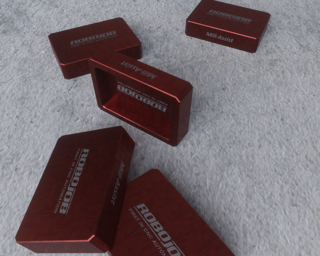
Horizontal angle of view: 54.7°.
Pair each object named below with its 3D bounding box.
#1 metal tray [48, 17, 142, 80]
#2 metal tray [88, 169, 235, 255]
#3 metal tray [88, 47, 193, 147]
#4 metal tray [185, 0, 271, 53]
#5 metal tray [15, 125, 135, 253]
[{"bbox_3d":[-0.107,-0.135,0.512,0.131,0.030,0.090,-20,53,-17],"label":"metal tray"},{"bbox_3d":[-0.001,0.112,0.306,0.091,0.030,0.130,-30,57,-23],"label":"metal tray"},{"bbox_3d":[-0.025,-0.039,0.393,0.130,0.089,0.030,27,55,20],"label":"metal tray"},{"bbox_3d":[0.122,-0.187,0.559,0.130,0.030,0.090,20,53,16],"label":"metal tray"},{"bbox_3d":[-0.083,0.061,0.326,0.090,0.030,0.130,-9,47,21],"label":"metal tray"}]
